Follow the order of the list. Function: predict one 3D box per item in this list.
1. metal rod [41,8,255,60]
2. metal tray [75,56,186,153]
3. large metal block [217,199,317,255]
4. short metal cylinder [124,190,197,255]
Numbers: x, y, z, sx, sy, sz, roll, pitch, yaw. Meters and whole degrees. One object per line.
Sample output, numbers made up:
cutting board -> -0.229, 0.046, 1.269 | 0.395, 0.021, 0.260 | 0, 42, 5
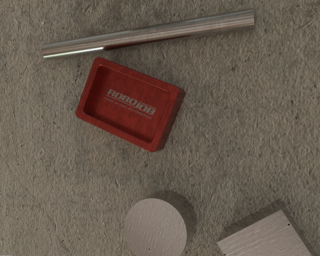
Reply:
metal rod -> -0.029, -0.123, 0.419 | 0.301, 0.025, 0.025 | -3, 89, 19
metal tray -> -0.042, -0.033, 0.421 | 0.130, 0.030, 0.089 | 24, 98, 18
large metal block -> 0.124, 0.140, 0.352 | 0.080, 0.050, 0.080 | -34, 79, 16
short metal cylinder -> 0.002, 0.124, 0.395 | 0.080, 0.050, 0.079 | 0, 90, 20
